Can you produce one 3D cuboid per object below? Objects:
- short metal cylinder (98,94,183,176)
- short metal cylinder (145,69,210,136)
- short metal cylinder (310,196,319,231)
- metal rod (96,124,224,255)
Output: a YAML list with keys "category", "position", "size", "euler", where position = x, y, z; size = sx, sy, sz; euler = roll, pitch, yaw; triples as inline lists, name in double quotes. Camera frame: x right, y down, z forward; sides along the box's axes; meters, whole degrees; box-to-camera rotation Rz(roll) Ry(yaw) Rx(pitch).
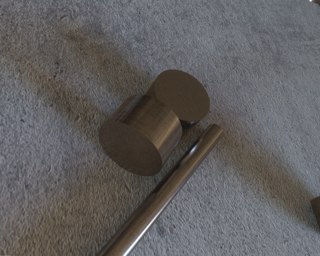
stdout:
- category: "short metal cylinder"
  position: [-0.022, 0.009, 0.351]
  size: [0.080, 0.080, 0.050]
  euler: [38, 51, -3]
- category: "short metal cylinder"
  position: [0.019, -0.032, 0.417]
  size: [0.081, 0.050, 0.080]
  euler: [14, 56, -21]
- category: "short metal cylinder"
  position: [0.262, 0.121, 0.436]
  size: [0.081, 0.080, 0.050]
  euler: [7, 59, -25]
- category: "metal rod"
  position: [-0.005, 0.085, 0.348]
  size: [0.025, 0.025, 0.302]
  euler: [44, 51, 2]
